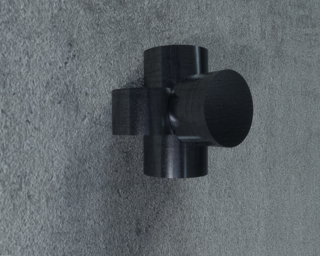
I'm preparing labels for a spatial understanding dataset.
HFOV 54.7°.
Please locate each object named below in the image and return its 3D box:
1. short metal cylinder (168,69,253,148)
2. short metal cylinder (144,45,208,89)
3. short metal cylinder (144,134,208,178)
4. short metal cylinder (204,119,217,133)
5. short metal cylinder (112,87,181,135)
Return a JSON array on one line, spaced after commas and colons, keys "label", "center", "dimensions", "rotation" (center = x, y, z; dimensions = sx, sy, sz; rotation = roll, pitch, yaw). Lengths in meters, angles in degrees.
[{"label": "short metal cylinder", "center": [0.056, -0.020, 0.334], "dimensions": [0.081, 0.050, 0.079], "rotation": [0, 90, -40]}, {"label": "short metal cylinder", "center": [0.020, -0.070, 0.389], "dimensions": [0.081, 0.080, 0.050], "rotation": [-2, 92, -40]}, {"label": "short metal cylinder", "center": [0.020, 0.032, 0.389], "dimensions": [0.081, 0.080, 0.050], "rotation": [0, 91, -40]}, {"label": "short metal cylinder", "center": [0.047, -0.019, 0.412], "dimensions": [0.081, 0.080, 0.050], "rotation": [-1, 91, -40]}, {"label": "short metal cylinder", "center": [-0.015, -0.018, 0.360], "dimensions": [0.081, 0.080, 0.050], "rotation": [-2, 91, -40]}]
